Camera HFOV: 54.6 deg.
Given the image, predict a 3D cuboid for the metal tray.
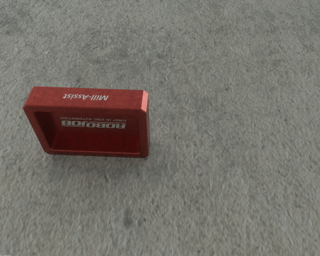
[{"bbox_3d":[-0.079,-0.004,0.364,0.131,0.090,0.030,2,50,2],"label":"metal tray"}]
